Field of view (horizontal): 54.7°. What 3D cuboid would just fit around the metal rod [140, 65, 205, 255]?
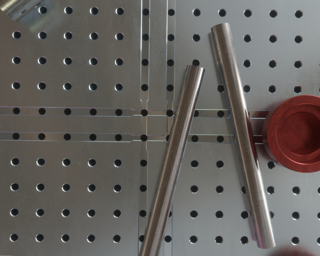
[{"bbox_3d":[0.012,0.065,0.413,0.025,0.025,0.298,14,90,0],"label":"metal rod"}]

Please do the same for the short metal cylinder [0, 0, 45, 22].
[{"bbox_3d":[-0.188,-0.181,0.384,0.050,0.080,0.080,-39,90,0],"label":"short metal cylinder"}]

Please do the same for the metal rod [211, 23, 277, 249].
[{"bbox_3d":[0.112,0.010,0.413,0.025,0.025,0.298,-12,90,0],"label":"metal rod"}]

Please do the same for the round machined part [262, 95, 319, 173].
[{"bbox_3d":[0.183,0.007,0.406,0.099,0.042,0.097,0,90,0],"label":"round machined part"}]
